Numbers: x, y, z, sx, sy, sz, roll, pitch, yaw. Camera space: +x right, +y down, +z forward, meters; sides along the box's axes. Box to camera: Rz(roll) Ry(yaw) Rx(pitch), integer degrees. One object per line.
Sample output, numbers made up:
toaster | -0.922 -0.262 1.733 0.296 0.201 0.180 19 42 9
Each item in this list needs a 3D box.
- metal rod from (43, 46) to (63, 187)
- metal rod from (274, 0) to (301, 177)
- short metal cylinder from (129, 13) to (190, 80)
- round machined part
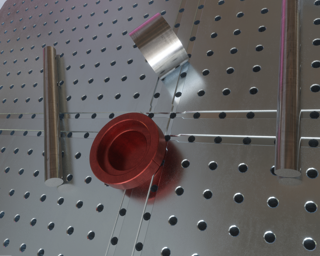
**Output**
metal rod | -0.185 -0.038 0.529 0.025 0.025 0.299 -26 53 12
metal rod | 0.158 -0.086 0.377 0.025 0.025 0.300 -2 61 27
short metal cylinder | -0.001 -0.116 0.445 0.050 0.080 0.080 -35 51 6
round machined part | -0.037 0.032 0.397 0.098 0.042 0.098 -13 56 21
